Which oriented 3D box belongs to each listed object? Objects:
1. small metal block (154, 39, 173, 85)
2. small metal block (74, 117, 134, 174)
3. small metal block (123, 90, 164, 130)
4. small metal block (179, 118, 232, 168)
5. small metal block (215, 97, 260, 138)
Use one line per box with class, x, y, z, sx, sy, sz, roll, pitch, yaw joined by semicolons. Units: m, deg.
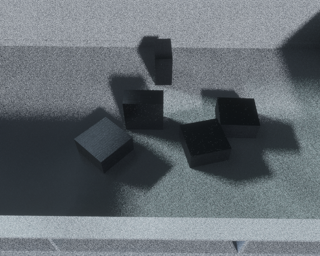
small metal block;0.005;-0.101;0.473;0.025;0.050;0.050;-2;50;-1
small metal block;-0.069;0.020;0.387;0.050;0.025;0.050;35;58;26
small metal block;-0.021;-0.023;0.408;0.050;0.050;0.025;1;50;0
small metal block;0.055;0.018;0.390;0.050;0.025;0.050;-10;51;-8
small metal block;0.103;-0.014;0.417;0.050;0.025;0.050;2;49;1
